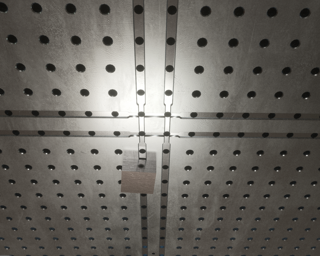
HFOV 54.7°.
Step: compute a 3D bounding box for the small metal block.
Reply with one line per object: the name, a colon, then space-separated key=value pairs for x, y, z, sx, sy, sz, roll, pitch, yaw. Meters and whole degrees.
small metal block: x=-0.033 y=0.075 z=0.475 sx=0.050 sy=0.025 sz=0.050 roll=4 pitch=130 yaw=-4
